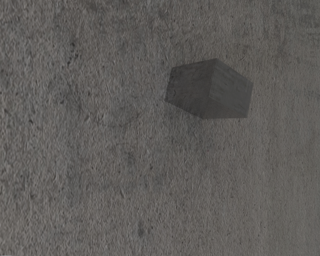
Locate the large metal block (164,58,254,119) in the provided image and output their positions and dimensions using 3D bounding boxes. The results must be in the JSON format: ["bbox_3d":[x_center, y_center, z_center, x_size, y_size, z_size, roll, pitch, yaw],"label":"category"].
[{"bbox_3d":[0.067,-0.049,0.423,0.080,0.080,0.050,22,76,-38],"label":"large metal block"}]
